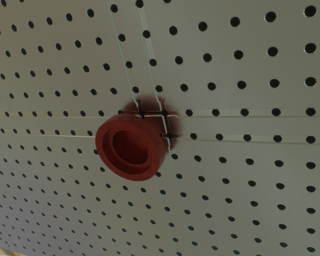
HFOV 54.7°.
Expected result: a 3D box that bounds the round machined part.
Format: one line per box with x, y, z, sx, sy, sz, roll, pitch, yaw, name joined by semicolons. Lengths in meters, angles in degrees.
-0.037;0.023;0.432;0.098;0.042;0.097;13;124;20;round machined part
